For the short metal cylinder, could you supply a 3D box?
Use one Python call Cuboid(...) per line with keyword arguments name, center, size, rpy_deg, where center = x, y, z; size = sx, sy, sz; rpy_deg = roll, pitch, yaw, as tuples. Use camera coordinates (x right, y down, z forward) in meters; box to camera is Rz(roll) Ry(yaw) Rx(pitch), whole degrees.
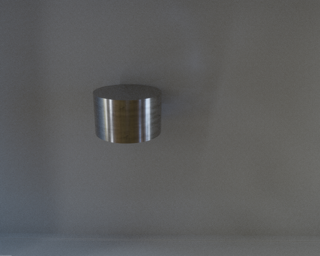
Cuboid(name="short metal cylinder", center=(-0.038, -0.020, 0.374), size=(0.080, 0.080, 0.050), rpy_deg=(1, 110, 0))
